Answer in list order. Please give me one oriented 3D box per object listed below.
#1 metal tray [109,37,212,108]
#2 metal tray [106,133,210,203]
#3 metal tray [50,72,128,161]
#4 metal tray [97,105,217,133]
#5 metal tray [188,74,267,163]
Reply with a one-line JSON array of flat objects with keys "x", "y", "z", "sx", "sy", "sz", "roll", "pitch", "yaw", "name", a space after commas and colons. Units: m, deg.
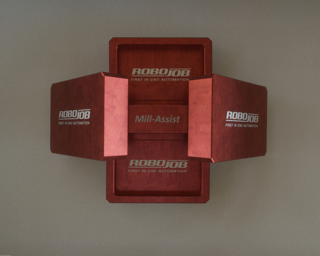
[{"x": 0.001, "y": -0.070, "z": 0.407, "sx": 0.131, "sy": 0.030, "sz": 0.089, "roll": 0, "pitch": 91, "yaw": -1, "name": "metal tray"}, {"x": -0.002, "y": 0.050, "z": 0.405, "sx": 0.131, "sy": 0.030, "sz": 0.089, "roll": 0, "pitch": 90, "yaw": -1, "name": "metal tray"}, {"x": -0.088, "y": -0.012, "z": 0.363, "sx": 0.030, "sy": 0.130, "sz": 0.089, "roll": 1, "pitch": 90, "yaw": -42, "name": "metal tray"}, {"x": -0.003, "y": -0.010, "z": 0.377, "sx": 0.131, "sy": 0.090, "sz": 0.030, "roll": 0, "pitch": 90, "yaw": -1, "name": "metal tray"}, {"x": 0.084, "y": -0.009, "z": 0.364, "sx": 0.030, "sy": 0.131, "sz": 0.089, "roll": 1, "pitch": 90, "yaw": 42, "name": "metal tray"}]
